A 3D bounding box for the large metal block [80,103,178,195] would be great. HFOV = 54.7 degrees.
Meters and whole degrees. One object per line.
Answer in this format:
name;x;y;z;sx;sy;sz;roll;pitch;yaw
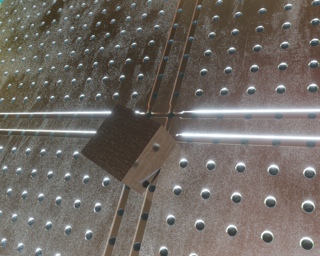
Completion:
large metal block;-0.039;0.025;0.396;0.080;0.050;0.080;27;76;36
